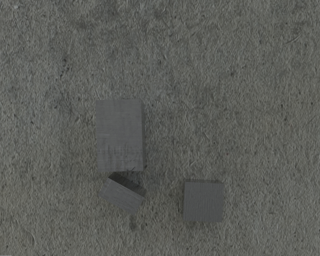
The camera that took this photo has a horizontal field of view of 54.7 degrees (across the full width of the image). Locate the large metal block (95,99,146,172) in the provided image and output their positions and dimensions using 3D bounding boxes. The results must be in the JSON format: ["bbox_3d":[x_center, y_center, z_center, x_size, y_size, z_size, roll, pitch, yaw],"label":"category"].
[{"bbox_3d":[-0.045,0.008,0.382,0.050,0.080,0.080,-2,90,0],"label":"large metal block"}]

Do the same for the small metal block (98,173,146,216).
[{"bbox_3d":[-0.047,0.082,0.397,0.050,0.050,0.025,29,90,0],"label":"small metal block"}]

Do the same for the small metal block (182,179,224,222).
[{"bbox_3d":[0.056,0.095,0.411,0.050,0.025,0.050,3,90,0],"label":"small metal block"}]
